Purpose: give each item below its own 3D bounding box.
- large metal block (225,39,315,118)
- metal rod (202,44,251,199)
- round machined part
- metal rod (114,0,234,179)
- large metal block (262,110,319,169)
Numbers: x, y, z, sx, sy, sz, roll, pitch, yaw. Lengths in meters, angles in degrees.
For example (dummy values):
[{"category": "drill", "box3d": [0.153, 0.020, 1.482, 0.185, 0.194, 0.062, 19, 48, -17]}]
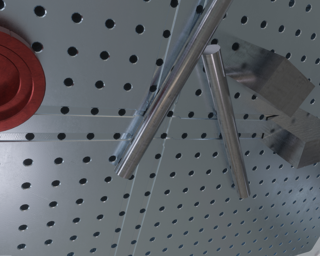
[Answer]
[{"category": "large metal block", "box3d": [0.141, -0.066, 0.412, 0.080, 0.080, 0.050, 25, 105, -37]}, {"category": "metal rod", "box3d": [0.108, 0.011, 0.477, 0.025, 0.025, 0.299, -30, 129, -9]}, {"category": "round machined part", "box3d": [-0.159, -0.047, 0.284, 0.099, 0.042, 0.097, -14, 124, -21]}, {"category": "metal rod", "box3d": [0.022, -0.063, 0.383, 0.025, 0.025, 0.298, 19, 108, -36]}, {"category": "large metal block", "box3d": [0.233, 0.016, 0.513, 0.081, 0.080, 0.050, -12, 124, -22]}]
